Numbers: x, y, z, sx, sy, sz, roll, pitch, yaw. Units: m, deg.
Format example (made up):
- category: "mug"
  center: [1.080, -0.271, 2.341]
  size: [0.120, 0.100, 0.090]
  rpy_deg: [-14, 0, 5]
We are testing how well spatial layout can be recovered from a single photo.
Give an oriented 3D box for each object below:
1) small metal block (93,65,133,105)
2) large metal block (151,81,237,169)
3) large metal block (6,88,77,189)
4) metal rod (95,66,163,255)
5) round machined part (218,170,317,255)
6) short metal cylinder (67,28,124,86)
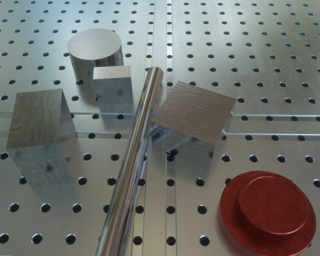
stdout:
- category: "small metal block"
  center: [-0.065, -0.060, 0.442]
  size: [0.050, 0.050, 0.025]
  rpy_deg: [-4, 50, -4]
- category: "large metal block"
  center: [0.043, -0.006, 0.397]
  size: [0.080, 0.050, 0.080]
  rpy_deg: [21, 53, 16]
- category: "large metal block"
  center: [-0.132, 0.013, 0.360]
  size: [0.050, 0.080, 0.080]
  rpy_deg: [-7, 51, -6]
- category: "metal rod"
  center: [-0.030, 0.028, 0.383]
  size: [0.025, 0.025, 0.300]
  rpy_deg: [7, 50, 6]
- category: "round machined part"
  center: [0.113, 0.086, 0.325]
  size: [0.099, 0.042, 0.098]
  rpy_deg: [0, 50, 0]
- category: "short metal cylinder"
  center: [-0.098, -0.112, 0.484]
  size: [0.081, 0.050, 0.080]
  rpy_deg: [0, 50, 0]
